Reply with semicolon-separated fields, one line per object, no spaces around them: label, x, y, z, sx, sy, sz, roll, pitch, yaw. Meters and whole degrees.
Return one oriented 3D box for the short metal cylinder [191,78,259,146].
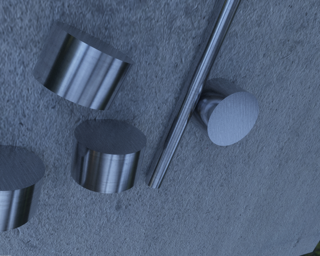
short metal cylinder;0.086;-0.023;0.424;0.081;0.050;0.079;-14;124;-21

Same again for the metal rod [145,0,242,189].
metal rod;0.042;-0.049;0.399;0.025;0.025;0.298;8;114;-32

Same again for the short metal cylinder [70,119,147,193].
short metal cylinder;-0.060;0.030;0.357;0.081;0.080;0.050;-1;119;-28

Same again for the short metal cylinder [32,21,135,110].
short metal cylinder;-0.071;-0.059;0.296;0.080;0.080;0.050;19;108;-36

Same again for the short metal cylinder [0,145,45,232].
short metal cylinder;-0.165;0.059;0.318;0.081;0.080;0.050;6;115;-31
